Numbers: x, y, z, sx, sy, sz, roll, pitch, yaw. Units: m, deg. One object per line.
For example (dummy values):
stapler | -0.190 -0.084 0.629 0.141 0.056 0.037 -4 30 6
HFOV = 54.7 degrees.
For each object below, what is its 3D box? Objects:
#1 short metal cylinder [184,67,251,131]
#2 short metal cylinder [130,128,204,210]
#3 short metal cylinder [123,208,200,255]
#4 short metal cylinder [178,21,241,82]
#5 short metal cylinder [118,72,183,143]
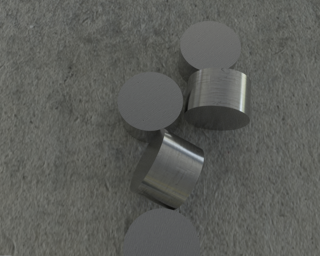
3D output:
short metal cylinder | 0.073 -0.034 0.392 0.080 0.080 0.050 8 70 2
short metal cylinder | 0.007 0.047 0.356 0.050 0.080 0.080 29 71 -10
short metal cylinder | 0.002 0.133 0.346 0.081 0.050 0.080 0 70 0
short metal cylinder | 0.067 -0.100 0.432 0.081 0.050 0.080 0 70 0
short metal cylinder | -0.012 -0.026 0.404 0.081 0.050 0.080 0 70 0
